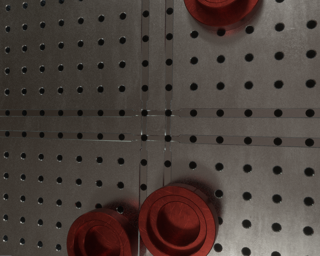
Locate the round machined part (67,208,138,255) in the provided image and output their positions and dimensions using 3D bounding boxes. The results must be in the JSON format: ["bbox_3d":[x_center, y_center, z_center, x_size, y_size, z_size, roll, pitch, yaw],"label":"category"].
[{"bbox_3d":[-0.075,0.160,0.429,0.098,0.042,0.097,0,90,19],"label":"round machined part"}]

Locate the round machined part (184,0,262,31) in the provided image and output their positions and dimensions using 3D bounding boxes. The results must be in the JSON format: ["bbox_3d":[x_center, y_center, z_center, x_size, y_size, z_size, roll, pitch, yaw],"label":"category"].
[{"bbox_3d":[0.075,-0.173,0.377,0.098,0.042,0.097,0,90,19],"label":"round machined part"}]

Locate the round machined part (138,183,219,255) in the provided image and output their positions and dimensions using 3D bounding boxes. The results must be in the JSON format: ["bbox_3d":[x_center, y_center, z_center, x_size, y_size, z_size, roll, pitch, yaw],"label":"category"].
[{"bbox_3d":[0.026,0.119,0.394,0.098,0.042,0.097,0,90,19],"label":"round machined part"}]
